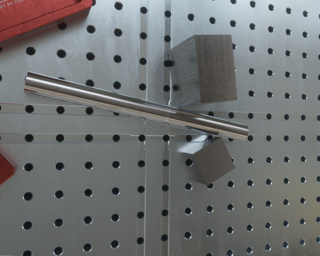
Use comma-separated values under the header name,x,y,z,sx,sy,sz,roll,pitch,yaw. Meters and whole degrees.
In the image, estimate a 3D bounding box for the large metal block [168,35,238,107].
name,x,y,z,sx,sy,sz,roll,pitch,yaw
large metal block,0.053,-0.071,0.404,0.050,0.080,0.079,-7,93,-20

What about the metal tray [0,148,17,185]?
name,x,y,z,sx,sy,sz,roll,pitch,yaw
metal tray,-0.232,0.026,0.324,0.090,0.030,0.130,-42,104,-15

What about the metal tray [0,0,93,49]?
name,x,y,z,sx,sy,sz,roll,pitch,yaw
metal tray,-0.156,-0.155,0.352,0.131,0.030,0.090,-29,100,-18

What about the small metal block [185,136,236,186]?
name,x,y,z,sx,sy,sz,roll,pitch,yaw
small metal block,0.072,0.046,0.441,0.050,0.025,0.050,-29,100,-18

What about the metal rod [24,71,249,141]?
name,x,y,z,sx,sy,sz,roll,pitch,yaw
metal rod,-0.015,-0.023,0.407,0.302,0.025,0.025,12,86,-20
